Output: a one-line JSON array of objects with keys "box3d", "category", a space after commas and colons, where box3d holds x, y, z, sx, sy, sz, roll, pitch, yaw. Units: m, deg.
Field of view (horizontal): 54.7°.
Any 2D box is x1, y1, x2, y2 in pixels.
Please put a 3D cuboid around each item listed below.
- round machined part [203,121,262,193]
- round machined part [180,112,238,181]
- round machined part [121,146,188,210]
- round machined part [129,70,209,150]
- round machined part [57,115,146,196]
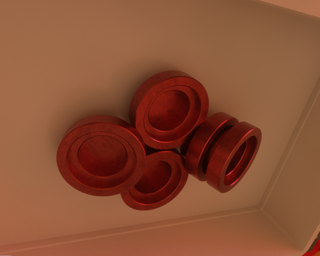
[{"box3d": [0.091, 0.034, 0.416, 0.099, 0.042, 0.097, -33, 140, -34], "category": "round machined part"}, {"box3d": [0.066, 0.021, 0.431, 0.099, 0.042, 0.097, -33, 139, -34], "category": "round machined part"}, {"box3d": [-0.013, 0.062, 0.426, 0.099, 0.042, 0.097, -14, 124, -21], "category": "round machined part"}, {"box3d": [0.008, -0.025, 0.383, 0.099, 0.042, 0.097, -14, 124, -21], "category": "round machined part"}, {"box3d": [-0.066, 0.028, 0.364, 0.099, 0.042, 0.097, -2, 116, -4], "category": "round machined part"}]
